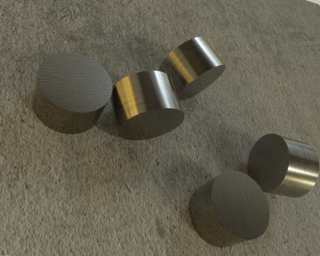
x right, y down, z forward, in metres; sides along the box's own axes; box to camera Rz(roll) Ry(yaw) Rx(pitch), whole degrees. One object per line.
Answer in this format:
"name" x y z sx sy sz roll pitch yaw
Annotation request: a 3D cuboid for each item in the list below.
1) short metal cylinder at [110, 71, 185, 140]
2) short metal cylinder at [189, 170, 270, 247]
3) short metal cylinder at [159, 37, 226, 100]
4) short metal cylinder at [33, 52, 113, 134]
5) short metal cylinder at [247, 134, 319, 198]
"short metal cylinder" -0.016 -0.025 0.375 0.081 0.080 0.050 -3 63 -30
"short metal cylinder" 0.082 0.097 0.372 0.081 0.050 0.080 14 56 -21
"short metal cylinder" 0.046 -0.084 0.444 0.081 0.080 0.050 -25 75 -37
"short metal cylinder" -0.101 -0.040 0.357 0.081 0.050 0.080 14 56 -21
"short metal cylinder" 0.167 0.052 0.426 0.050 0.080 0.080 15 56 -20
